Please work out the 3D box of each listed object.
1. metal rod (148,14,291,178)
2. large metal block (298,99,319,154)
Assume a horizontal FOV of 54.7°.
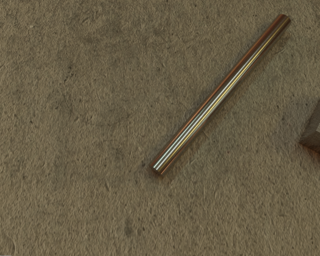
[{"bbox_3d":[0.091,-0.054,0.428,0.025,0.025,0.301,38,74,12],"label":"metal rod"},{"bbox_3d":[0.242,-0.001,0.398,0.080,0.050,0.080,30,73,10],"label":"large metal block"}]
